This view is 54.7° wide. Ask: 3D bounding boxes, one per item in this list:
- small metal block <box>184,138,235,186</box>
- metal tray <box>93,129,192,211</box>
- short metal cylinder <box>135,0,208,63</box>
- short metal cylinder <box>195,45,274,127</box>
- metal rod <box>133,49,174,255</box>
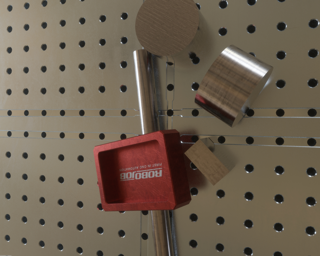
[{"bbox_3d":[0.062,0.039,0.377,0.025,0.050,0.050,-45,76,14],"label":"small metal block"},{"bbox_3d":[-0.028,0.057,0.394,0.130,0.030,0.090,-14,83,40],"label":"metal tray"},{"bbox_3d":[0.016,-0.126,0.394,0.080,0.050,0.079,0,90,20],"label":"short metal cylinder"},{"bbox_3d":[0.084,-0.047,0.354,0.050,0.080,0.080,35,101,16],"label":"short metal cylinder"},{"bbox_3d":[-0.008,0.045,0.415,0.025,0.025,0.298,-7,88,20],"label":"metal rod"}]
